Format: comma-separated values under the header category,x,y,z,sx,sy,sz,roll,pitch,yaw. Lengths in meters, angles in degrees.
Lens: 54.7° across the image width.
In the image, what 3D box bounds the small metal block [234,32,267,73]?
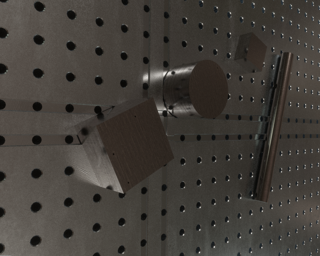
category,x,y,z,sx,sy,sz,roll,pitch,yaw
small metal block,0.161,-0.132,0.547,0.050,0.025,0.050,26,74,-37

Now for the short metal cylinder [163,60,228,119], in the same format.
category,x,y,z,sx,sy,sz,roll,pitch,yaw
short metal cylinder,0.051,-0.053,0.438,0.081,0.050,0.079,0,90,-40

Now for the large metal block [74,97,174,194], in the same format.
category,x,y,z,sx,sy,sz,roll,pitch,yaw
large metal block,-0.039,0.017,0.362,0.081,0.050,0.080,-31,110,-36

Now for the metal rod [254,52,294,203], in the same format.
category,x,y,z,sx,sy,sz,roll,pitch,yaw
metal rod,0.222,-0.007,0.599,0.025,0.025,0.299,24,75,-38
